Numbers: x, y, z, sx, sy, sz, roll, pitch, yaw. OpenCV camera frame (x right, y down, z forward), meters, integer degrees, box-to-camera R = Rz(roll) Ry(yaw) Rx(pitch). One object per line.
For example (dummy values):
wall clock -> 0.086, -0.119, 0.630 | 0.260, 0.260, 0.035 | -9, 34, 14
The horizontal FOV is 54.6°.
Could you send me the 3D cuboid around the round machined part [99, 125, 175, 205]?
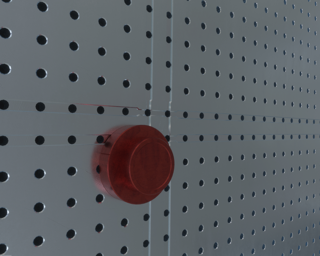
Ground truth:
round machined part -> -0.021, 0.045, 0.380 | 0.099, 0.042, 0.097 | 0, 90, -40
